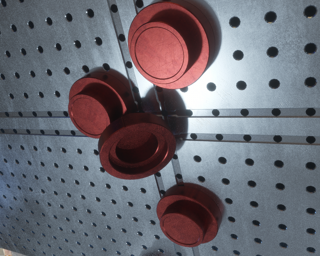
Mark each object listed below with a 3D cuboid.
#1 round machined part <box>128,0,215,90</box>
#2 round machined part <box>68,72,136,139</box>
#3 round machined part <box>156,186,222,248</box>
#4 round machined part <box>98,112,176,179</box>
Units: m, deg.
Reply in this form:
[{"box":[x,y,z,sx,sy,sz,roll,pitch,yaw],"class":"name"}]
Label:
[{"box":[0.007,-0.087,0.341,0.098,0.042,0.097,13,124,20],"class":"round machined part"},{"box":[-0.086,-0.024,0.429,0.098,0.042,0.097,13,124,20],"class":"round machined part"},{"box":[0.039,0.139,0.465,0.098,0.042,0.097,13,124,20],"class":"round machined part"},{"box":[-0.032,0.019,0.406,0.099,0.042,0.097,-10,130,-12],"class":"round machined part"}]
